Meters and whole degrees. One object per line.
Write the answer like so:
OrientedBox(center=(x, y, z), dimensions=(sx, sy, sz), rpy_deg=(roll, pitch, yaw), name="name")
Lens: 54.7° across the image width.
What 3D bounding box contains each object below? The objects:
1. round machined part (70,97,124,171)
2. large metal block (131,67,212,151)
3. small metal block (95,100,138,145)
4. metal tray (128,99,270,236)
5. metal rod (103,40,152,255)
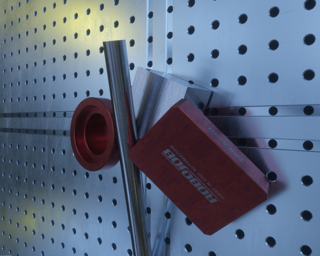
OrientedBox(center=(-0.077, 0.008, 0.422), dimensions=(0.098, 0.042, 0.097), rpy_deg=(1, 91, 43), name="round machined part")
OrientedBox(center=(0.005, -0.023, 0.384), dimensions=(0.080, 0.050, 0.079), rpy_deg=(29, 108, 36), name="large metal block")
OrientedBox(center=(-0.065, -0.007, 0.459), dimensions=(0.050, 0.025, 0.050), rpy_deg=(-28, 73, 36), name="small metal block")
OrientedBox(center=(0.040, 0.044, 0.336), dimensions=(0.130, 0.030, 0.090), rpy_deg=(45, 121, 2), name="metal tray")
OrientedBox(center=(-0.036, 0.046, 0.382), dimensions=(0.025, 0.025, 0.298), rpy_deg=(8, 111, 39), name="metal rod")
